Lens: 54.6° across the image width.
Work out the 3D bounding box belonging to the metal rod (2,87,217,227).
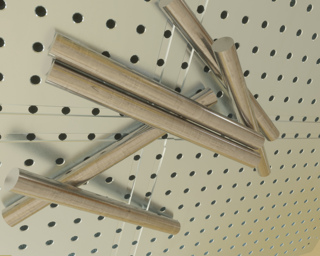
[{"bbox_3d":[-0.057,0.033,0.399,0.301,0.025,0.025,-31,129,-8],"label":"metal rod"}]

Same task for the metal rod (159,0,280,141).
[{"bbox_3d":[0.098,-0.063,0.424,0.025,0.025,0.301,-47,129,4],"label":"metal rod"}]

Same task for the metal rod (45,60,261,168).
[{"bbox_3d":[0.012,-0.006,0.383,0.302,0.025,0.025,23,106,-27],"label":"metal rod"}]

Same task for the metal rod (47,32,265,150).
[{"bbox_3d":[0.018,-0.031,0.374,0.302,0.025,0.025,22,106,-28],"label":"metal rod"}]

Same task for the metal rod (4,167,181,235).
[{"bbox_3d":[-0.063,0.111,0.421,0.025,0.025,0.301,-49,136,7],"label":"metal rod"}]

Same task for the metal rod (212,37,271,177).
[{"bbox_3d":[0.129,-0.008,0.453,0.025,0.025,0.300,-38,136,-3],"label":"metal rod"}]
